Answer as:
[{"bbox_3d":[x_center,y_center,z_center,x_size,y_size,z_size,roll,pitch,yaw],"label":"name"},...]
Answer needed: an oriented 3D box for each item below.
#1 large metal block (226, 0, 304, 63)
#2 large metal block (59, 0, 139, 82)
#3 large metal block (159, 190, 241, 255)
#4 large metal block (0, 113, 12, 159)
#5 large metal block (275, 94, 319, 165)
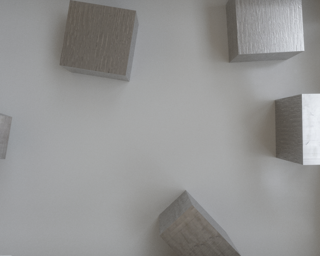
[{"bbox_3d":[0.133,-0.131,0.401,0.081,0.050,0.079,-3,90,-1],"label":"large metal block"},{"bbox_3d":[-0.075,-0.109,0.398,0.081,0.050,0.080,9,90,-1],"label":"large metal block"},{"bbox_3d":[0.045,0.131,0.385,0.050,0.080,0.080,-43,91,0],"label":"large metal block"},{"bbox_3d":[-0.231,0.003,0.365,0.081,0.080,0.050,9,90,-38],"label":"large metal block"},{"bbox_3d":[0.184,0.001,0.386,0.050,0.080,0.079,-1,90,0],"label":"large metal block"}]
